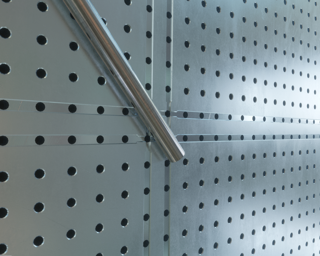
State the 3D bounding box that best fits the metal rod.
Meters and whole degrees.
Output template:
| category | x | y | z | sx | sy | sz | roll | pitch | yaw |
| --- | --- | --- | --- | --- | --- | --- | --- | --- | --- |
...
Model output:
| category | x | y | z | sx | sy | sz | roll | pitch | yaw |
| --- | --- | --- | --- | --- | --- | --- | --- | --- | --- |
| metal rod | -0.051 | -0.076 | 0.365 | 0.025 | 0.025 | 0.299 | -47 | 118 | -29 |
